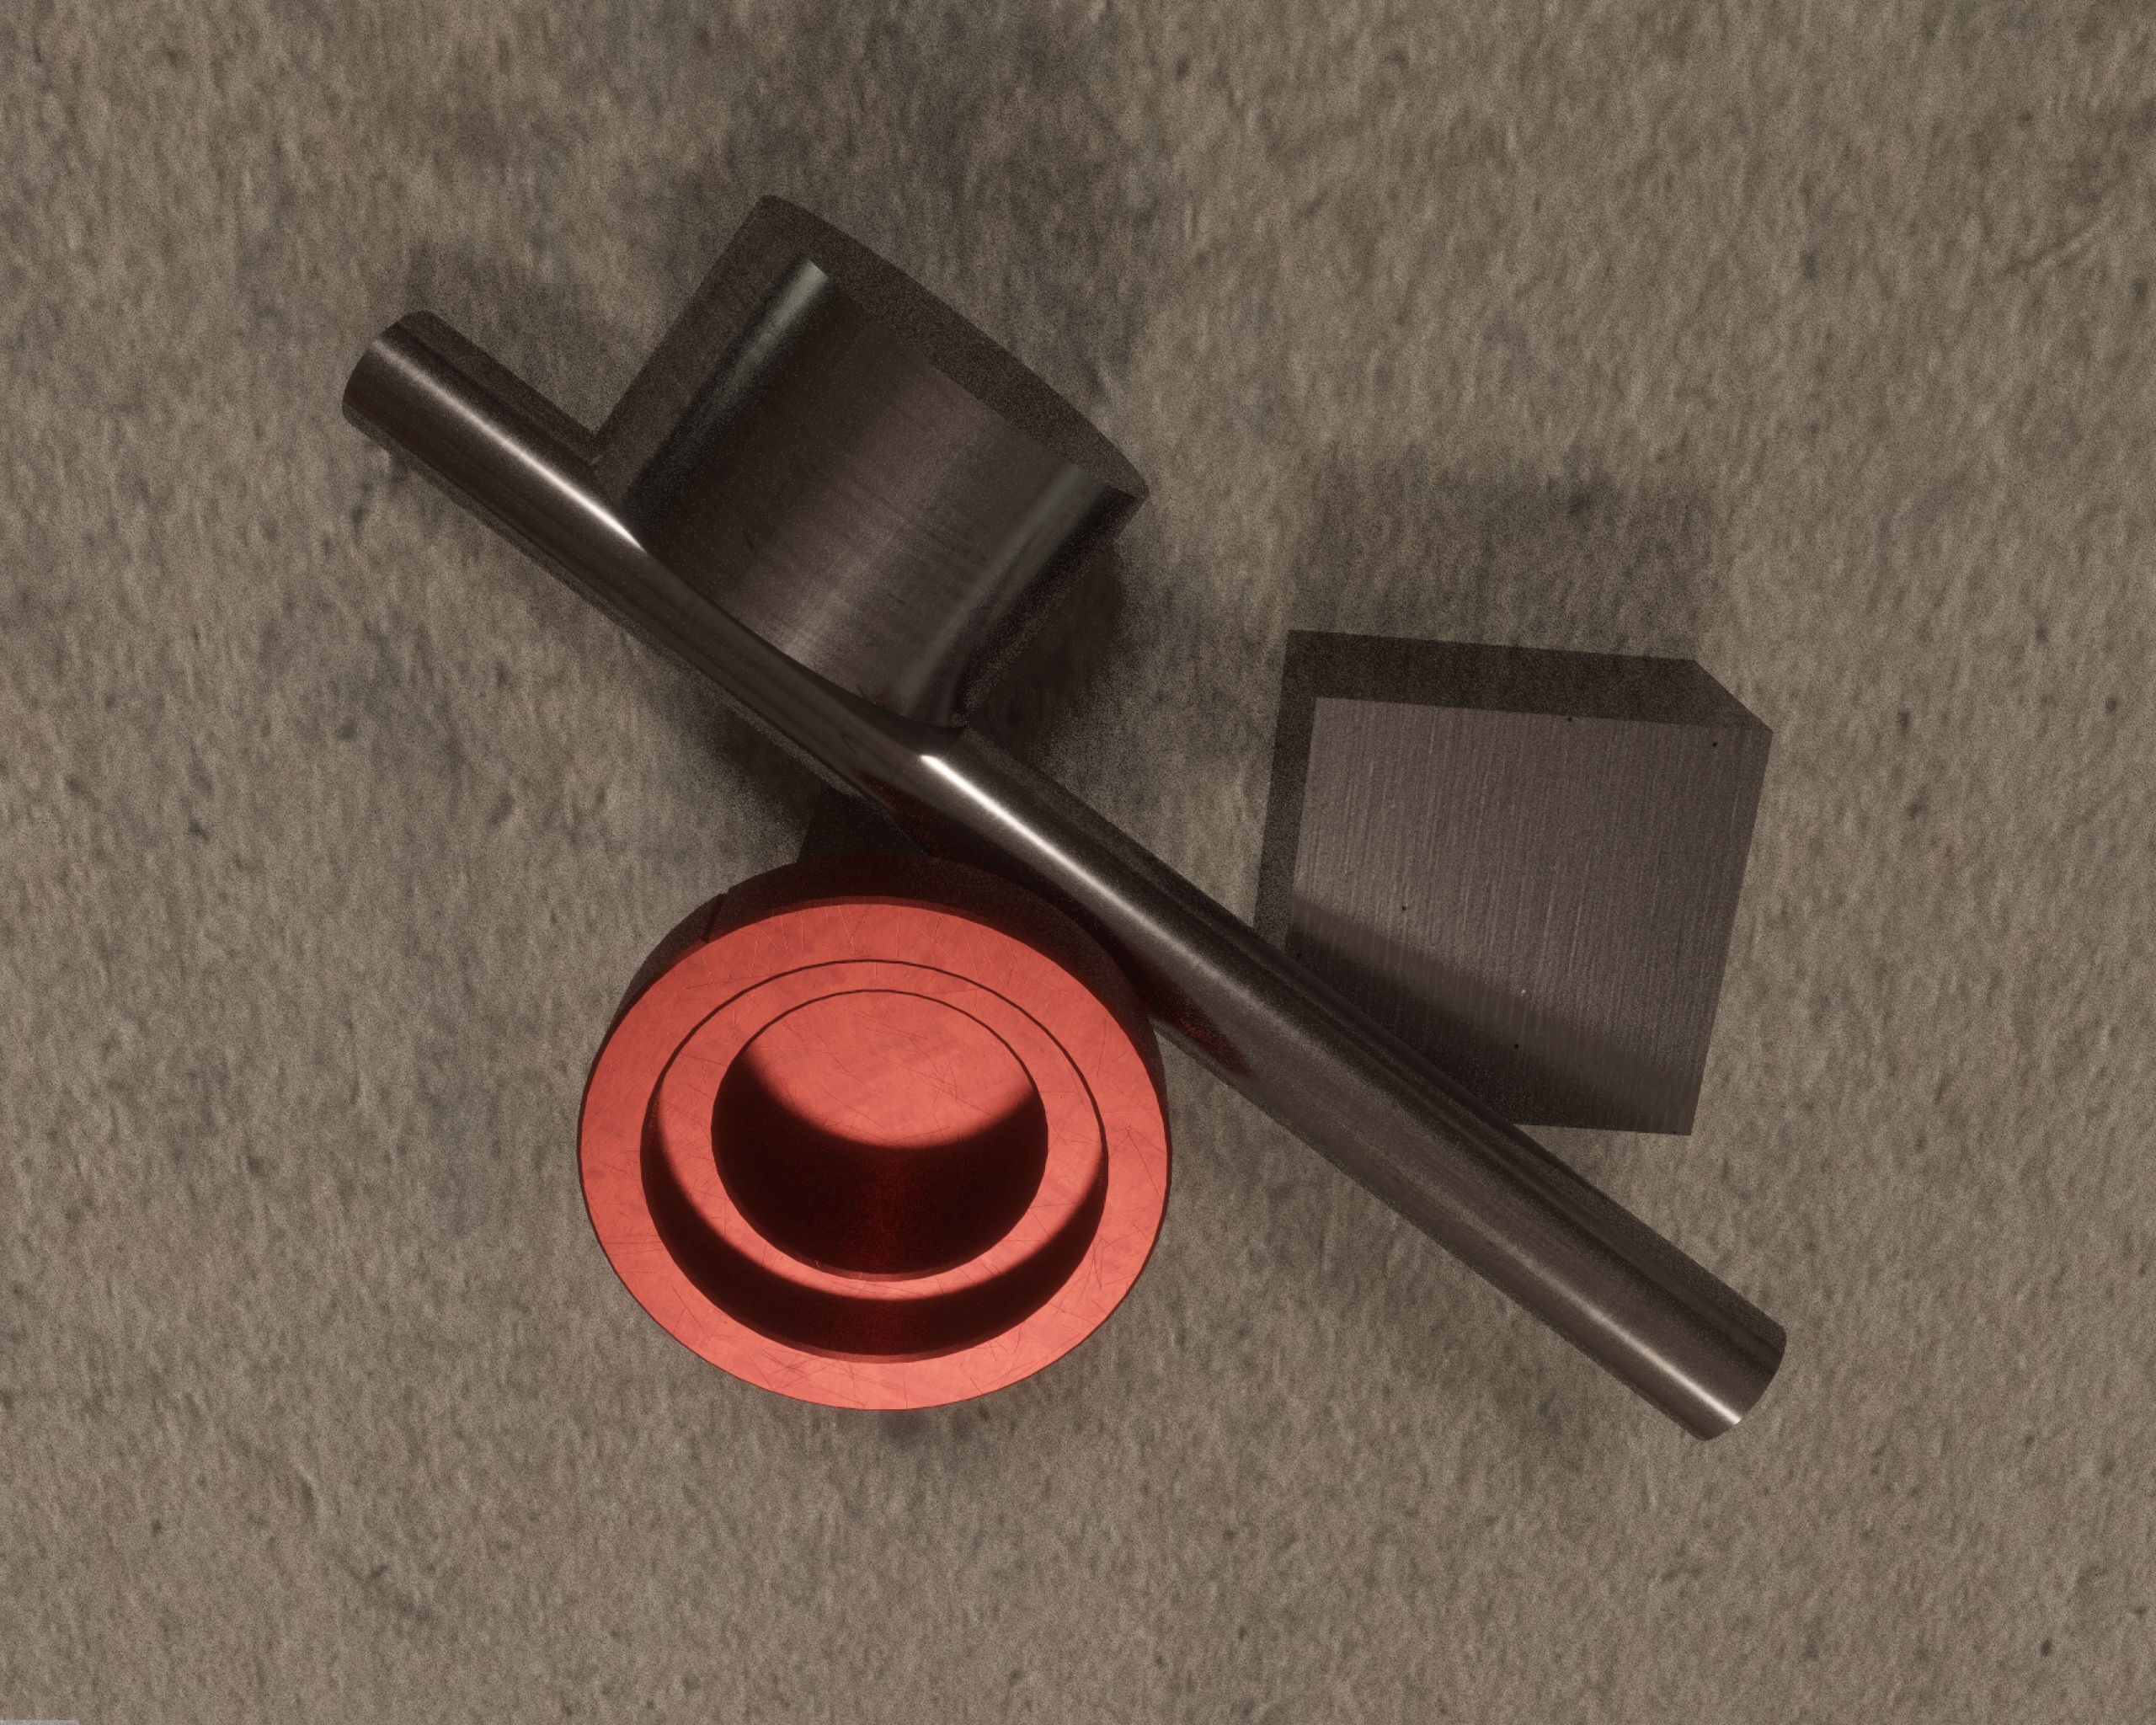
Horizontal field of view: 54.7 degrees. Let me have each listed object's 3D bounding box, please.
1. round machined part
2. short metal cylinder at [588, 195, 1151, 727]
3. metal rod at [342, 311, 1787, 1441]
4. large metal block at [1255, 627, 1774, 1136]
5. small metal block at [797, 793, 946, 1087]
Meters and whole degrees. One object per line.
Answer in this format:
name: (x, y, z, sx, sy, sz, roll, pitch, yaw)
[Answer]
round machined part: (-0.034, 0.043, 0.365, 0.099, 0.042, 0.097, 0, 112, -1)
short metal cylinder: (-0.035, -0.068, 0.356, 0.080, 0.080, 0.050, 36, 106, -13)
metal rod: (-0.004, 0.001, 0.372, 0.301, 0.025, 0.025, 37, 106, 2)
large metal block: (0.078, 0.003, 0.400, 0.081, 0.050, 0.079, 4, 110, -2)
small metal block: (-0.038, 0.016, 0.404, 0.025, 0.050, 0.050, -2, 110, 0)
